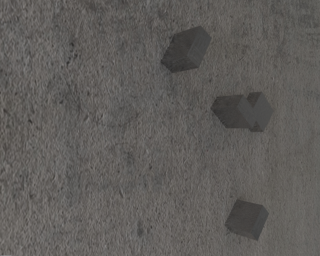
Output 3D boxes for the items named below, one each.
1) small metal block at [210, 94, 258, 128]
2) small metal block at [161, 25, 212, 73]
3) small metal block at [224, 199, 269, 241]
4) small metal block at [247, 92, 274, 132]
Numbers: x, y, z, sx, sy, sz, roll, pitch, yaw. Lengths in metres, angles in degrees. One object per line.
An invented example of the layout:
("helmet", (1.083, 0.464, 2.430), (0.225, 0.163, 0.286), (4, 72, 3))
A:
("small metal block", (0.116, -0.025, 0.485), (0.050, 0.050, 0.025), (47, 62, -30))
("small metal block", (0.035, -0.105, 0.417), (0.025, 0.050, 0.050), (38, 67, -34))
("small metal block", (0.142, 0.150, 0.507), (0.025, 0.050, 0.050), (50, 61, -29))
("small metal block", (0.171, -0.028, 0.547), (0.050, 0.025, 0.050), (49, 61, -29))
